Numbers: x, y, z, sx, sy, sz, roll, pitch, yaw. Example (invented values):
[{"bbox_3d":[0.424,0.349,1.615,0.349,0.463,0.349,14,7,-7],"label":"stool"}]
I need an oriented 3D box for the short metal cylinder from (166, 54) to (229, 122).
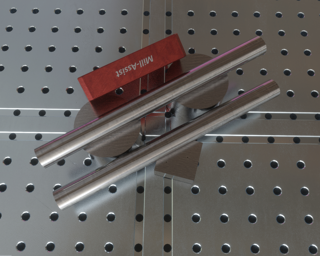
[{"bbox_3d":[0.047,-0.053,0.419,0.081,0.050,0.080,0,70,0],"label":"short metal cylinder"}]

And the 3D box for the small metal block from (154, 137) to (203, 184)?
[{"bbox_3d":[0.023,0.039,0.397,0.050,0.025,0.050,14,71,4],"label":"small metal block"}]

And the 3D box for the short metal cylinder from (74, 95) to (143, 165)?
[{"bbox_3d":[-0.063,0.005,0.396,0.081,0.050,0.080,0,70,0],"label":"short metal cylinder"}]

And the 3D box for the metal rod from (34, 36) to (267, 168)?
[{"bbox_3d":[-0.002,-0.036,0.371,0.302,0.025,0.025,-28,73,-10],"label":"metal rod"}]

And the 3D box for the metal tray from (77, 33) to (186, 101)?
[{"bbox_3d":[-0.041,-0.079,0.404,0.131,0.090,0.030,-27,105,-10],"label":"metal tray"}]

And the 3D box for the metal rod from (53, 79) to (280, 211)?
[{"bbox_3d":[0.016,0.015,0.379,0.302,0.025,0.025,-27,73,-10],"label":"metal rod"}]
